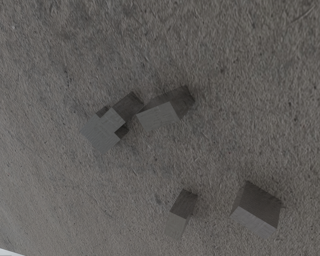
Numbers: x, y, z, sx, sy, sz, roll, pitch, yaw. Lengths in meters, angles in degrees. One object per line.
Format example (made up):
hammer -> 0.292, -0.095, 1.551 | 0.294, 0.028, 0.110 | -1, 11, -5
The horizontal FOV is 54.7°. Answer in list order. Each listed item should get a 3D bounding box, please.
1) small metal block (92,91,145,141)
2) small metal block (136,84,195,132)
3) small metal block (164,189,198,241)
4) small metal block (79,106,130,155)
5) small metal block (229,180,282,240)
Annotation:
small metal block -> -0.055, -0.016, 0.410 | 0.025, 0.050, 0.050 | 48, 129, -5
small metal block -> 0.007, -0.024, 0.372 | 0.050, 0.050, 0.025 | -19, 108, 35
small metal block -> 0.031, 0.127, 0.453 | 0.025, 0.050, 0.050 | 22, 127, 15
small metal block -> -0.082, 0.004, 0.453 | 0.050, 0.025, 0.050 | 47, 129, -5
small metal block -> 0.121, 0.102, 0.390 | 0.050, 0.050, 0.025 | 31, 128, 8
